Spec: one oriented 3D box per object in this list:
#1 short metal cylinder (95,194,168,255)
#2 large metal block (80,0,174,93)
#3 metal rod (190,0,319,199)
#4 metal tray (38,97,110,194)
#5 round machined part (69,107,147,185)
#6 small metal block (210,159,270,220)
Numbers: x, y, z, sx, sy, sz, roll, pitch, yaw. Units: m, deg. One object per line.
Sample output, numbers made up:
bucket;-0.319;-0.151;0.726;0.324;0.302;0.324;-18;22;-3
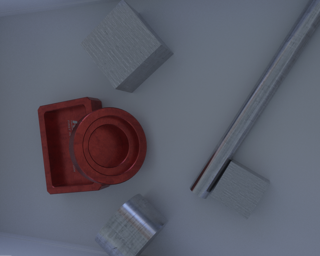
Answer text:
short metal cylinder;-0.035;0.130;0.393;0.050;0.080;0.080;41;103;15
large metal block;-0.043;-0.105;0.411;0.080;0.050;0.080;-41;77;15
metal rod;0.123;-0.044;0.366;0.025;0.025;0.299;34;100;16
metal tray;-0.125;0.026;0.450;0.090;0.030;0.129;-9;87;19
round machined part;-0.070;0.024;0.406;0.042;0.099;0.097;-12;85;58
small metal block;0.097;0.073;0.376;0.050;0.025;0.050;31;100;17
